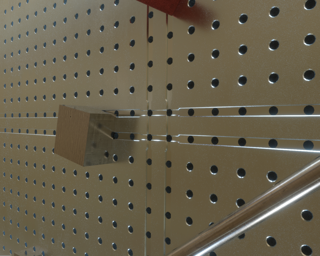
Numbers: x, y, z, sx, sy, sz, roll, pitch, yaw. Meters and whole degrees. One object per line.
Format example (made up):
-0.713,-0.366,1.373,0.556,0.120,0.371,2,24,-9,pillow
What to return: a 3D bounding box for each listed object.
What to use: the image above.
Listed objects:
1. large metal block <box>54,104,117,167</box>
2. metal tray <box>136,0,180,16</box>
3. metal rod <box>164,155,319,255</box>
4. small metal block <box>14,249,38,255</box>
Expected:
-0.120,0.010,0.493,0.080,0.050,0.079,15,100,39,large metal block
-0.044,-0.196,0.403,0.130,0.091,0.030,43,116,31,metal tray
0.084,0.104,0.339,0.299,0.025,0.025,-45,63,30,metal rod
-0.277,0.285,0.639,0.050,0.025,0.050,1,91,40,small metal block
